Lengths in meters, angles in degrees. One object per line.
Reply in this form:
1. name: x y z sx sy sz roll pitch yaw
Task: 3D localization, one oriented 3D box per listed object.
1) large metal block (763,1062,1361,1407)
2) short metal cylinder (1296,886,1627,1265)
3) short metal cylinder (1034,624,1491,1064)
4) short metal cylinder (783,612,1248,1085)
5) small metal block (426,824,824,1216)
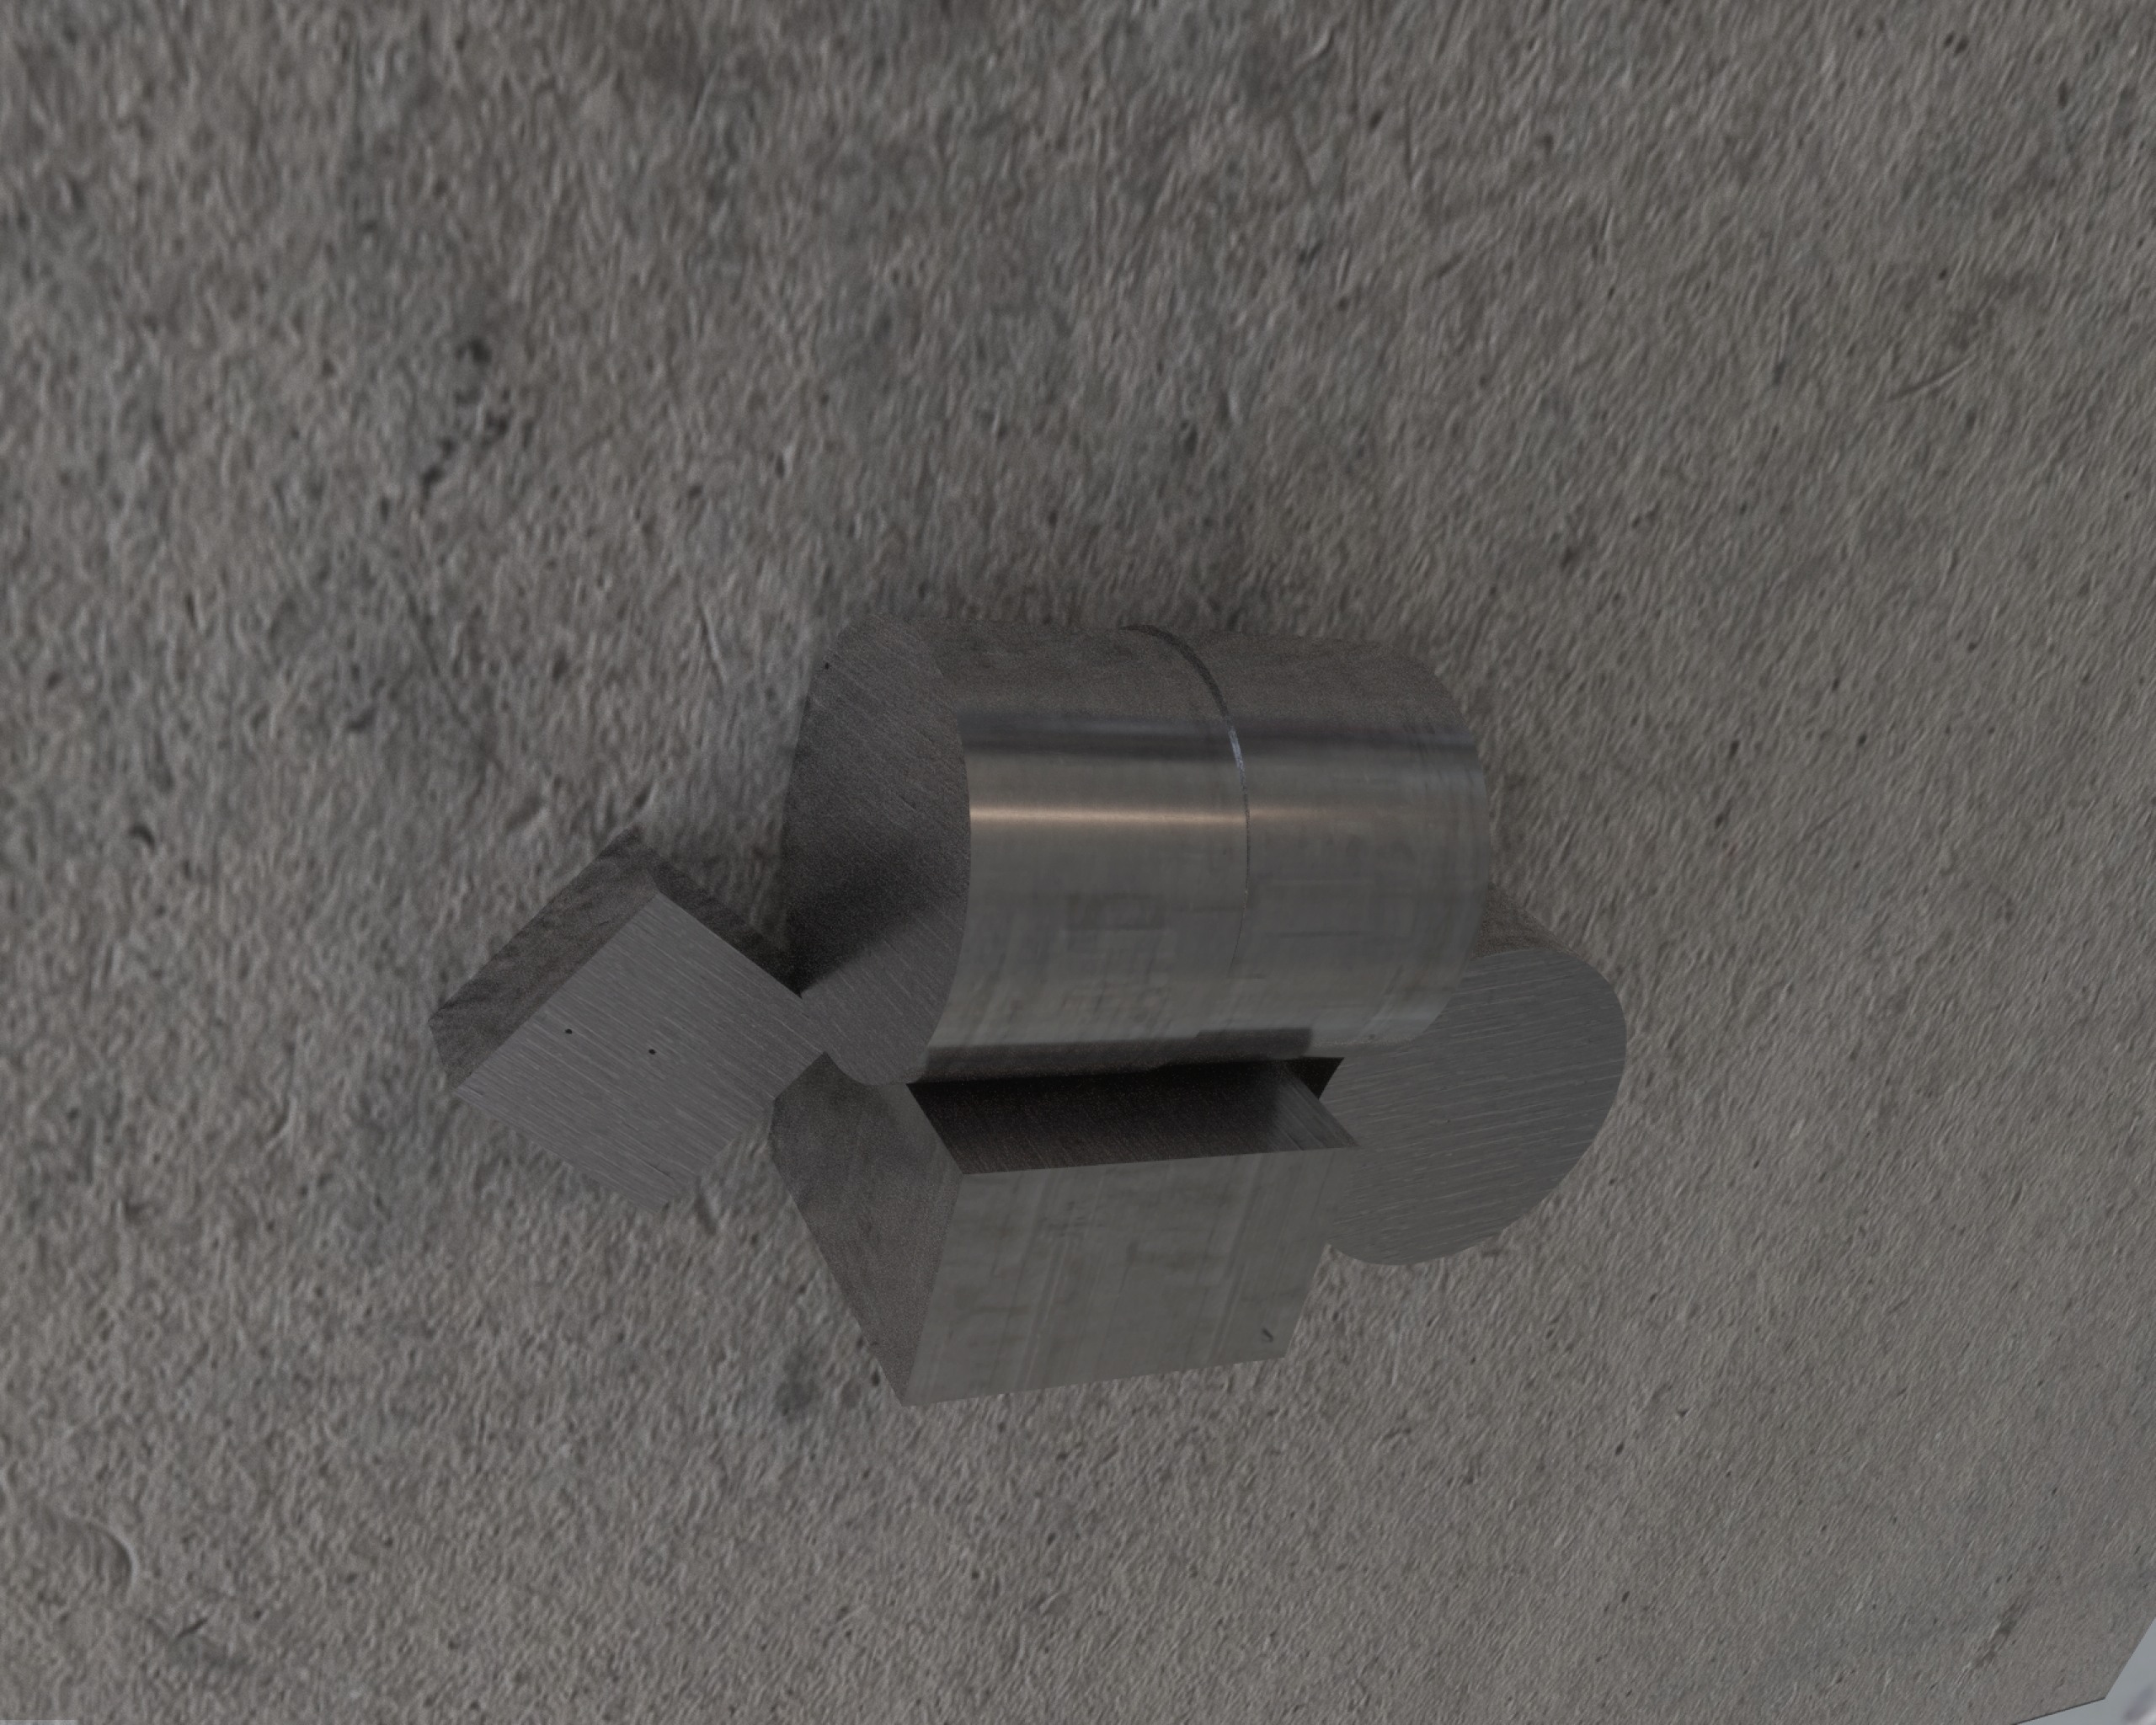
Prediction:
1. large metal block: -0.006 0.054 0.404 0.081 0.080 0.050 1 118 -29
2. short metal cylinder: 0.071 0.040 0.456 0.081 0.050 0.079 -14 124 -21
3. short metal cylinder: 0.031 -0.003 0.388 0.050 0.080 0.079 1 118 -29
4. short metal cylinder: -0.013 -0.002 0.365 0.050 0.080 0.079 1 118 -29
5. small metal block: -0.081 0.030 0.383 0.050 0.025 0.050 -44 129 2
